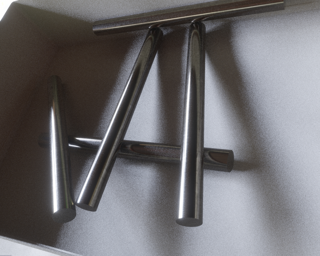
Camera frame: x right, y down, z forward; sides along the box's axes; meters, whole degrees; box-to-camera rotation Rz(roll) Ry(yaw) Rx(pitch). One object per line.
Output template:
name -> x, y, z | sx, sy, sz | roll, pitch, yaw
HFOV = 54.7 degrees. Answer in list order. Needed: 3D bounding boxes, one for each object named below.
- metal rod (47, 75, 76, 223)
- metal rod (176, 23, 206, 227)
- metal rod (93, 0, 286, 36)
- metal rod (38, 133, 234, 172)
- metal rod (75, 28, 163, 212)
metal rod -> -0.147, 0.005, 0.447 | 0.025, 0.025, 0.300 | -33, 41, 7
metal rod -> 0.042, -0.031, 0.379 | 0.025, 0.025, 0.300 | -11, 50, 22
metal rod -> 0.026, -0.168, 0.464 | 0.300, 0.025, 0.025 | 2, 63, 27
metal rod -> -0.052, 0.028, 0.416 | 0.300, 0.025, 0.025 | 4, 64, 29
metal rod -> -0.045, -0.033, 0.425 | 0.025, 0.025, 0.300 | -1, 54, 27
